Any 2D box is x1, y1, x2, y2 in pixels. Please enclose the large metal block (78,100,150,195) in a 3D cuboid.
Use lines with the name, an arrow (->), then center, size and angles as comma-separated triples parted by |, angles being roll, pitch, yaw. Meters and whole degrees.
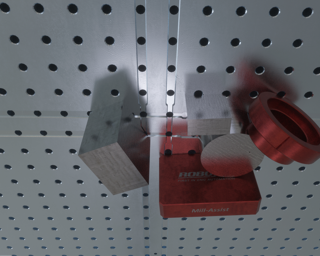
large metal block -> -0.053, 0.025, 0.396 | 0.050, 0.080, 0.080 | -19, 128, 15

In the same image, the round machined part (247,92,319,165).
round machined part -> 0.145, 0.005, 0.369 | 0.099, 0.098, 0.042 | 22, 127, -18

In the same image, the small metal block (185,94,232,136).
small metal block -> 0.058, -0.017, 0.381 | 0.050, 0.050, 0.025 | -2, 130, 2

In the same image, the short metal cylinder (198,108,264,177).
short metal cylinder -> 0.093, 0.021, 0.414 | 0.081, 0.050, 0.079 | 0, 130, 0

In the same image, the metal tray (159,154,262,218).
metal tray -> 0.065, 0.077, 0.435 | 0.131, 0.090, 0.030 | -3, 130, 2
